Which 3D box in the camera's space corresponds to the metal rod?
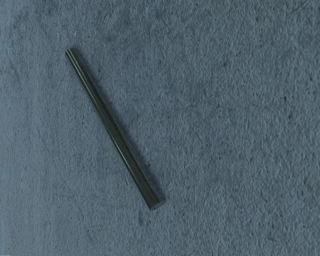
[{"bbox_3d":[-0.077,-0.013,0.469,0.025,0.025,0.299,-48,62,30],"label":"metal rod"}]
